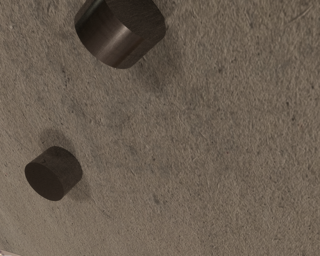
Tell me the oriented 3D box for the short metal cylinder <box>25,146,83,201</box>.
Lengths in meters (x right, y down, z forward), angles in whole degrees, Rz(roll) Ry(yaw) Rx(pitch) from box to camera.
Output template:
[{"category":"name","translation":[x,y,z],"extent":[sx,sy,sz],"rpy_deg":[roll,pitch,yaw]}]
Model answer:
[{"category":"short metal cylinder","translation":[-0.182,0.078,0.532],"extent":[0.080,0.050,0.079],"rpy_deg":[13,124,20]}]

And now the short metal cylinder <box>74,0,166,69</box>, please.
[{"category":"short metal cylinder","translation":[-0.040,-0.109,0.324],"extent":[0.050,0.080,0.080],"rpy_deg":[-34,100,38]}]
